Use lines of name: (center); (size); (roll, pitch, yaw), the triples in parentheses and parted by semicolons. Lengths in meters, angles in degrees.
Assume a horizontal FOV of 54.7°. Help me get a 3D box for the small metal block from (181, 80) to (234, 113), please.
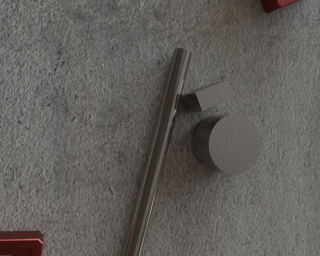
small metal block: (0.062, -0.042, 0.420); (0.050, 0.050, 0.025); (-24, 98, -19)

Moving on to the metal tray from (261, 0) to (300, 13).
metal tray: (0.183, -0.255, 0.475); (0.091, 0.030, 0.129); (-27, 99, -18)

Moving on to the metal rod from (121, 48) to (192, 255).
metal rod: (-0.005, 0.040, 0.408); (0.025, 0.025, 0.299); (16, 84, -20)

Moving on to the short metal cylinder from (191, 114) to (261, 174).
short metal cylinder: (0.091, 0.021, 0.431); (0.081, 0.050, 0.079); (0, 90, -21)

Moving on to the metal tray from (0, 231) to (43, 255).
metal tray: (-0.183, 0.183, 0.339); (0.091, 0.030, 0.129); (6, 88, -20)
